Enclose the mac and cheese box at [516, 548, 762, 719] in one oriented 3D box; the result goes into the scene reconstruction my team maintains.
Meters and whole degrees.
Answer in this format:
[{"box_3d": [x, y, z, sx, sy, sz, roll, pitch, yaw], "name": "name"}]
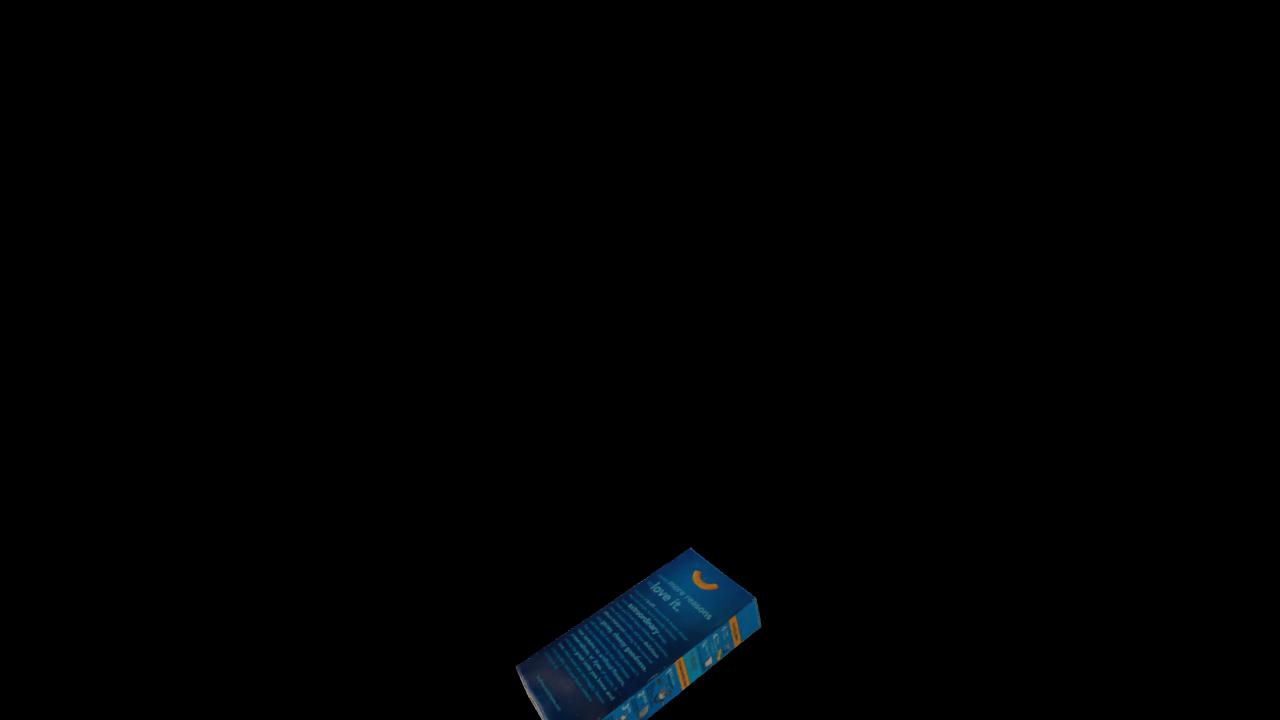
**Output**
[{"box_3d": [0.001, 0.235, 0.504, 0.184, 0.041, 0.093, -25, 25, -26], "name": "mac and cheese box"}]
